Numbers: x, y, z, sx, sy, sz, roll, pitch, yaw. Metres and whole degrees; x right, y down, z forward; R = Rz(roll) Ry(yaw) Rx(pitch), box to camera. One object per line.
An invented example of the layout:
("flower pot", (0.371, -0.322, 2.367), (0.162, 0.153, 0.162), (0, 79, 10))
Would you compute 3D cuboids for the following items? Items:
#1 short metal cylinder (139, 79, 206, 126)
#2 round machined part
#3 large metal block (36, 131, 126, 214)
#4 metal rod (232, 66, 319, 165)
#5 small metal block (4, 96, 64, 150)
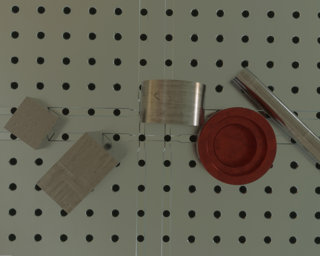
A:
("short metal cylinder", (0.016, -0.029, 0.386), (0.081, 0.080, 0.050), (3, 90, -1))
("round machined part", (0.097, 0.022, 0.406), (0.099, 0.042, 0.097), (0, 90, -1))
("large metal block", (-0.092, 0.050, 0.385), (0.050, 0.080, 0.080), (44, 90, -1))
("metal rod", (0.214, 0.031, 0.416), (0.300, 0.025, 0.025), (44, 90, -1))
("small metal block", (-0.166, -0.006, 0.411), (0.050, 0.025, 0.050), (36, 90, -1))
